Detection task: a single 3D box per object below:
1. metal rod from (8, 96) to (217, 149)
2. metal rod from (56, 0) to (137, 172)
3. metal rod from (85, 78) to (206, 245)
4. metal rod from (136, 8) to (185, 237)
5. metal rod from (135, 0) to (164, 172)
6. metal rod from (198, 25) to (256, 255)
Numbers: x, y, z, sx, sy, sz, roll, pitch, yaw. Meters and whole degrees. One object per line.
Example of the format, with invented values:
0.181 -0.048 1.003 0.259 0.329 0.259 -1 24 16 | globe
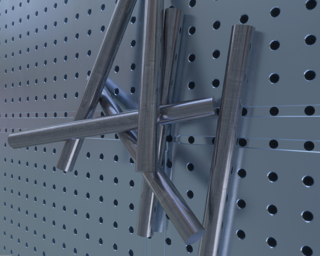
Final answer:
-0.076 -0.003 0.409 0.300 0.025 0.025 -9 84 20 | metal rod
-0.087 -0.079 0.447 0.025 0.025 0.299 24 95 37 | metal rod
-0.036 0.019 0.410 0.025 0.025 0.300 -58 48 24 | metal rod
-0.001 -0.002 0.411 0.025 0.025 0.298 13 98 39 | metal rod
-0.010 -0.096 0.378 0.025 0.025 0.299 -10 71 39 | metal rod
0.071 0.038 0.351 0.025 0.025 0.298 12 98 39 | metal rod
